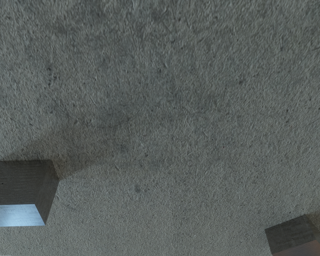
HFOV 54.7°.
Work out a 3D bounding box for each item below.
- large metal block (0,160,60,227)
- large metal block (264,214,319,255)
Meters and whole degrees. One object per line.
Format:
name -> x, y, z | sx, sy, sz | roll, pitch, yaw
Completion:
large metal block -> -0.202, 0.093, 0.448 | 0.080, 0.080, 0.050 | -2, 130, 1
large metal block -> 0.256, 0.214, 0.575 | 0.080, 0.050, 0.080 | -31, 124, 23
